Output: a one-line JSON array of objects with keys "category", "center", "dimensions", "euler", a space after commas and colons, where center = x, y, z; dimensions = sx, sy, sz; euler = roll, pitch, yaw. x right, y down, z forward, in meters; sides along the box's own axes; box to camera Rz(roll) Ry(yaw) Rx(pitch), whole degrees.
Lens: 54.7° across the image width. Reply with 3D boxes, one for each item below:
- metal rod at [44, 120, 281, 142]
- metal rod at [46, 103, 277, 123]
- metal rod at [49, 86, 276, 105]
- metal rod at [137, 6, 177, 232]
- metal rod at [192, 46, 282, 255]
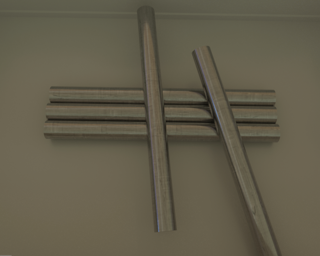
[{"category": "metal rod", "center": [0.003, 0.004, 0.407], "dimensions": [0.302, 0.025, 0.025], "euler": [1, 70, 0]}, {"category": "metal rod", "center": [0.002, -0.019, 0.415], "dimensions": [0.302, 0.025, 0.025], "euler": [1, 70, 0]}, {"category": "metal rod", "center": [0.004, -0.042, 0.424], "dimensions": [0.302, 0.025, 0.025], "euler": [1, 70, 0]}, {"category": "metal rod", "center": [-0.007, -0.026, 0.391], "dimensions": [0.025, 0.025, 0.299], "euler": [-5, 70, -2]}, {"category": "metal rod", "center": [0.094, 0.039, 0.374], "dimensions": [0.025, 0.025, 0.299], "euler": [-15, 78, -6]}]
